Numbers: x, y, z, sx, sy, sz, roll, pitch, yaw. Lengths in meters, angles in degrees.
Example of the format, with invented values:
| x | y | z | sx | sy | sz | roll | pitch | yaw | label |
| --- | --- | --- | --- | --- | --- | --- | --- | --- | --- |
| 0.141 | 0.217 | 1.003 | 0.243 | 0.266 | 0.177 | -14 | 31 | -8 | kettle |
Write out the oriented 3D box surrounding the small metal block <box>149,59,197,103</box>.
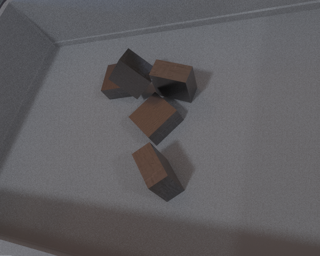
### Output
| x | y | z | sx | sy | sz | roll | pitch | yaw | label |
| --- | --- | --- | --- | --- | --- | --- | --- | --- | --- |
| 0.019 | -0.062 | 0.410 | 0.050 | 0.050 | 0.025 | 16 | 70 | 20 | small metal block |

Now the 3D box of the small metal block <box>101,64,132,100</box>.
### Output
| x | y | z | sx | sy | sz | roll | pitch | yaw | label |
| --- | --- | --- | --- | --- | --- | --- | --- | --- | --- |
| -0.059 | -0.074 | 0.480 | 0.050 | 0.025 | 0.050 | -5 | 59 | 25 | small metal block |

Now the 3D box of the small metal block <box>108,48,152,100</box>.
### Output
| x | y | z | sx | sy | sz | roll | pitch | yaw | label |
| --- | --- | --- | --- | --- | --- | --- | --- | --- | --- |
| -0.037 | -0.074 | 0.428 | 0.050 | 0.050 | 0.025 | -42 | 16 | 56 | small metal block |

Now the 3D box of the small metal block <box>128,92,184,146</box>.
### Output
| x | y | z | sx | sy | sz | roll | pitch | yaw | label |
| --- | --- | --- | --- | --- | --- | --- | --- | --- | --- |
| -0.006 | -0.013 | 0.415 | 0.050 | 0.025 | 0.050 | -44 | 51 | -3 | small metal block |

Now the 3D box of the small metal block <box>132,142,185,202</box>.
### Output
| x | y | z | sx | sy | sz | roll | pitch | yaw | label |
| --- | --- | --- | --- | --- | --- | --- | --- | --- | --- |
| -0.002 | 0.051 | 0.358 | 0.025 | 0.050 | 0.050 | -35 | 52 | 5 | small metal block |
